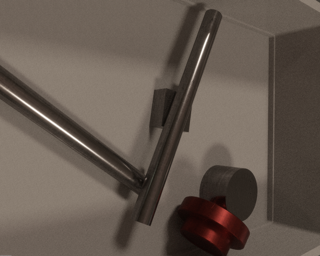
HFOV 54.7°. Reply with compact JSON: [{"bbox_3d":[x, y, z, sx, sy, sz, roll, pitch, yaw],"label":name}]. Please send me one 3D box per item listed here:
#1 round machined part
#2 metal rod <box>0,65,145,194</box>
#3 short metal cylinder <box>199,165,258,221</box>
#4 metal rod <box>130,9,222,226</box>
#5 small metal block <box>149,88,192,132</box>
[{"bbox_3d":[0.066,0.138,0.417,0.098,0.098,0.042,50,61,-29],"label":"round machined part"},{"bbox_3d":[-0.111,-0.010,0.314,0.300,0.025,0.025,43,64,-32],"label":"metal rod"},{"bbox_3d":[0.108,0.100,0.484,0.081,0.050,0.079,0,90,-40],"label":"short metal cylinder"},{"bbox_3d":[0.027,-0.026,0.398,0.025,0.025,0.299,33,69,-36],"label":"metal rod"},{"bbox_3d":[0.016,-0.023,0.422,0.050,0.025,0.050,13,82,-40],"label":"small metal block"}]
